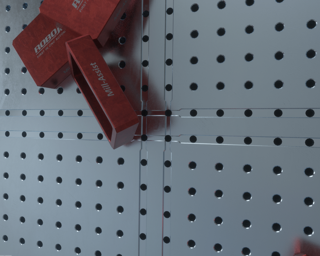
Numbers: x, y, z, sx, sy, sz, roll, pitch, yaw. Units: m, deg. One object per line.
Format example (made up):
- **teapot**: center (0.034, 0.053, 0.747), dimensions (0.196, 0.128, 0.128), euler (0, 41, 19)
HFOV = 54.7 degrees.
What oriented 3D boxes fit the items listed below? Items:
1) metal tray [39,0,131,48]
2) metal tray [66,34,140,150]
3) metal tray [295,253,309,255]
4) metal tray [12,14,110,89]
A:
- **metal tray**: center (-0.088, -0.185, 0.416), dimensions (0.090, 0.030, 0.130), euler (29, 86, 7)
- **metal tray**: center (-0.076, -0.043, 0.403), dimensions (0.030, 0.090, 0.130), euler (-28, 79, -18)
- **metal tray**: center (0.198, 0.203, 0.324), dimensions (0.130, 0.030, 0.090), euler (21, 76, 18)
- **metal tray**: center (-0.149, -0.132, 0.461), dimensions (0.130, 0.030, 0.090), euler (-37, 79, 16)
